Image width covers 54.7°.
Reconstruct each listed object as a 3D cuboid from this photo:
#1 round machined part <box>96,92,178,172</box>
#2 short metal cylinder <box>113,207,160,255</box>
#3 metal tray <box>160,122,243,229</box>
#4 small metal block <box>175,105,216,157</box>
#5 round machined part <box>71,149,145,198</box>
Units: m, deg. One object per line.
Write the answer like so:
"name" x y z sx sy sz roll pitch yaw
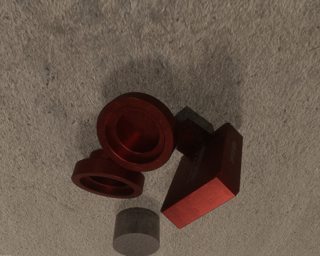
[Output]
"round machined part" -0.024 0.002 0.382 0.098 0.042 0.097 8 116 16
"short metal cylinder" -0.041 0.185 0.548 0.081 0.050 0.079 0 130 0
"metal tray" 0.056 0.053 0.383 0.030 0.130 0.090 45 119 -8
"small metal block" 0.037 0.006 0.413 0.050 0.025 0.050 34 122 -26
"round machined part" -0.070 0.063 0.435 0.099 0.042 0.098 7 150 4
